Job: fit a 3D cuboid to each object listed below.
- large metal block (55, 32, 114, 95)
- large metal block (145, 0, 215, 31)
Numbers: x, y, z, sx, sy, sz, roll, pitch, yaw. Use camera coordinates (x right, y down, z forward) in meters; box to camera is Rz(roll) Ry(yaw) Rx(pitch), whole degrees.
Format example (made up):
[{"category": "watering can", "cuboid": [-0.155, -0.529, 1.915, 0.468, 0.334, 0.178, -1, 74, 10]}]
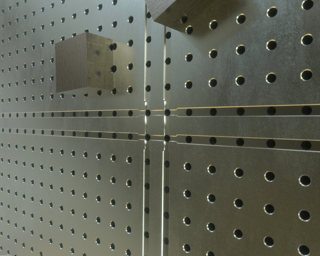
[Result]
[{"category": "large metal block", "cuboid": [-0.120, -0.097, 0.489, 0.080, 0.050, 0.079, -3, 88, 39]}, {"category": "large metal block", "cuboid": [0.022, -0.179, 0.373, 0.080, 0.050, 0.080, -33, 70, 35]}]
